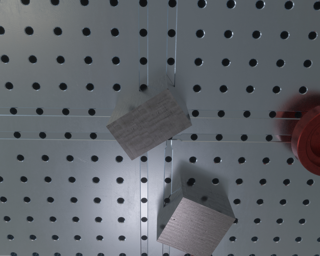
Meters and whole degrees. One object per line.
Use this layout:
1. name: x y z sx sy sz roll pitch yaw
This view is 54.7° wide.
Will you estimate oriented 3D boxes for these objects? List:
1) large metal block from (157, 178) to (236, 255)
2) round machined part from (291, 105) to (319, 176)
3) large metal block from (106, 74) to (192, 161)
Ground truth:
1. large metal block: 0.049 0.132 0.449 0.080 0.050 0.080 25 108 -9
2. round machined part: 0.223 0.012 0.411 0.099 0.042 0.097 0 110 0
3. large metal block: -0.012 -0.016 0.378 0.080 0.080 0.050 -31 107 11
